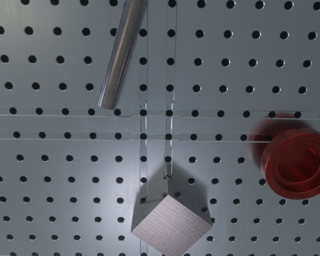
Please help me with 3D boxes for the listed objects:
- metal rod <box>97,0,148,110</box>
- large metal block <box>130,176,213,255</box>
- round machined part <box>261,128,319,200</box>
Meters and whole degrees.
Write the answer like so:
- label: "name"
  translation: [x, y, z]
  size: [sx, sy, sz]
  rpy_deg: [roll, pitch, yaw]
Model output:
- label: "metal rod"
  translation: [-0.023, -0.162, 0.353]
  size: [0.025, 0.025, 0.298]
  rpy_deg: [17, 109, -7]
- label: "large metal block"
  translation: [0.016, 0.131, 0.449]
  size: [0.080, 0.050, 0.080]
  rpy_deg: [38, 106, -13]
- label: "round machined part"
  translation: [0.187, 0.045, 0.423]
  size: [0.099, 0.042, 0.097]
  rpy_deg: [0, 110, 0]
